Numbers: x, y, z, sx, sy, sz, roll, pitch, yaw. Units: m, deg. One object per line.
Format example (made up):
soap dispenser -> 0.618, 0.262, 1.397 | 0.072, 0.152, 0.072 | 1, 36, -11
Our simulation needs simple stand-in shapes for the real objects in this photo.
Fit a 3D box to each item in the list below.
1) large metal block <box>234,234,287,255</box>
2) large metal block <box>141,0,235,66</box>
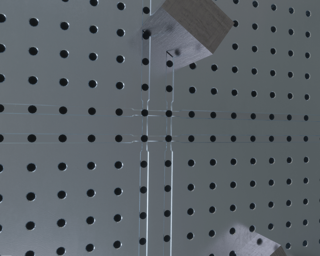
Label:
large metal block -> 0.150, 0.219, 0.454 | 0.080, 0.050, 0.080 | -34, 101, -17
large metal block -> 0.032, -0.130, 0.395 | 0.080, 0.080, 0.050 | 38, 78, -16
